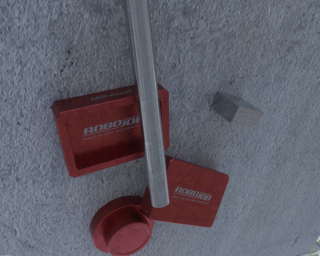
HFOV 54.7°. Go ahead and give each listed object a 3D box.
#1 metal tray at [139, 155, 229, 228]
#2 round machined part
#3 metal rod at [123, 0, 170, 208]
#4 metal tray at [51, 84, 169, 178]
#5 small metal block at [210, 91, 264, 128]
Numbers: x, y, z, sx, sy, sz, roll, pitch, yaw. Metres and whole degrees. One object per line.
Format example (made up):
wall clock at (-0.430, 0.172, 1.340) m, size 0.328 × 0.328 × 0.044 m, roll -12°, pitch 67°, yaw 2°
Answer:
metal tray at (0.041, 0.098, 0.471) m, size 0.131 × 0.030 × 0.090 m, roll 21°, pitch 89°, yaw -36°
round machined part at (-0.051, 0.153, 0.464) m, size 0.099 × 0.042 × 0.097 m, roll -14°, pitch 125°, yaw -21°
metal rod at (-0.015, -0.044, 0.335) m, size 0.025 × 0.025 × 0.298 m, roll -15°, pitch 113°, yaw -21°
metal tray at (-0.054, 0.000, 0.375) m, size 0.131 × 0.030 × 0.089 m, roll -15°, pitch 125°, yaw -20°
small metal block at (0.108, -0.026, 0.436) m, size 0.050 × 0.050 × 0.025 m, roll 9°, pitch 114°, yaw -33°
